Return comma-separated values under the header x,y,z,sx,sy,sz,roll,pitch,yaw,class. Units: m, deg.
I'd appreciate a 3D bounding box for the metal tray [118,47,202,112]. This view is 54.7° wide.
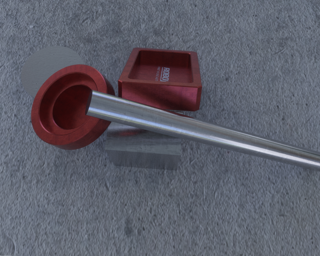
x,y,z,sx,sy,sz,roll,pitch,yaw,class
0.003,-0.066,0.391,0.091,0.030,0.130,4,31,1,metal tray

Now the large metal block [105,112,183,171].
x,y,z,sx,sy,sz,roll,pitch,yaw,class
-0.017,0.016,0.374,0.081,0.080,0.050,4,70,1,large metal block

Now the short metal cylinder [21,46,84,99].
x,y,z,sx,sy,sz,roll,pitch,yaw,class
-0.136,-0.062,0.417,0.081,0.050,0.080,0,70,0,short metal cylinder

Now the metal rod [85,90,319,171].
x,y,z,sx,sy,sz,roll,pitch,yaw,class
0.070,0.010,0.344,0.302,0.025,0.025,14,69,-21,metal rod

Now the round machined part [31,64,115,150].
x,y,z,sx,sy,sz,roll,pitch,yaw,class
-0.095,-0.021,0.360,0.098,0.042,0.098,-7,68,18,round machined part
